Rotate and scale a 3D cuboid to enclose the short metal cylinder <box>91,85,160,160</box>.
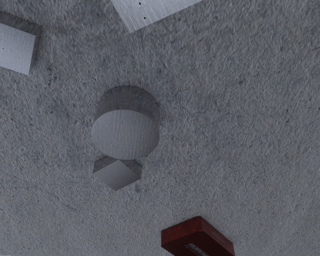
[{"bbox_3d":[-0.041,-0.006,0.385,0.081,0.050,0.079,0,130,0],"label":"short metal cylinder"}]

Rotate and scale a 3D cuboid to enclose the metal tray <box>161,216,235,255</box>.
[{"bbox_3d":[0.074,0.226,0.597,0.090,0.030,0.130,-30,124,23],"label":"metal tray"}]

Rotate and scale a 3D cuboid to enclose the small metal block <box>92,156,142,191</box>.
[{"bbox_3d":[-0.062,0.062,0.459,0.050,0.025,0.050,-29,125,22],"label":"small metal block"}]

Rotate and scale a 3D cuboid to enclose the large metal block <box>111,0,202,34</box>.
[{"bbox_3d":[-0.008,-0.143,0.269,0.080,0.050,0.080,-20,128,16],"label":"large metal block"}]

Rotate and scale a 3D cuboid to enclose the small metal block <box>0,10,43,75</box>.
[{"bbox_3d":[-0.158,-0.091,0.328,0.050,0.025,0.050,18,128,-15],"label":"small metal block"}]
